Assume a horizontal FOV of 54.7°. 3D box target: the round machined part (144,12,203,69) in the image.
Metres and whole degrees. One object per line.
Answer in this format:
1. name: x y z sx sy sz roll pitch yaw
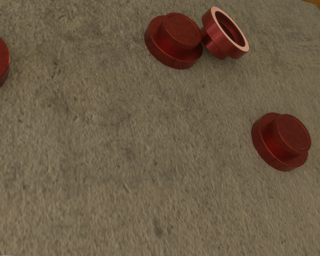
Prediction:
1. round machined part: 0.028 -0.146 0.499 0.099 0.042 0.098 14 56 -21

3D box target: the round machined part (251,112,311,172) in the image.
1. round machined part: 0.199 0.016 0.493 0.099 0.042 0.098 14 56 -21

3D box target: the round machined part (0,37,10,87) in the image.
1. round machined part: -0.214 -0.081 0.327 0.099 0.042 0.098 14 56 -21

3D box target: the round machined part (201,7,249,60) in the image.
1. round machined part: 0.106 -0.158 0.538 0.098 0.042 0.098 29 42 -29
